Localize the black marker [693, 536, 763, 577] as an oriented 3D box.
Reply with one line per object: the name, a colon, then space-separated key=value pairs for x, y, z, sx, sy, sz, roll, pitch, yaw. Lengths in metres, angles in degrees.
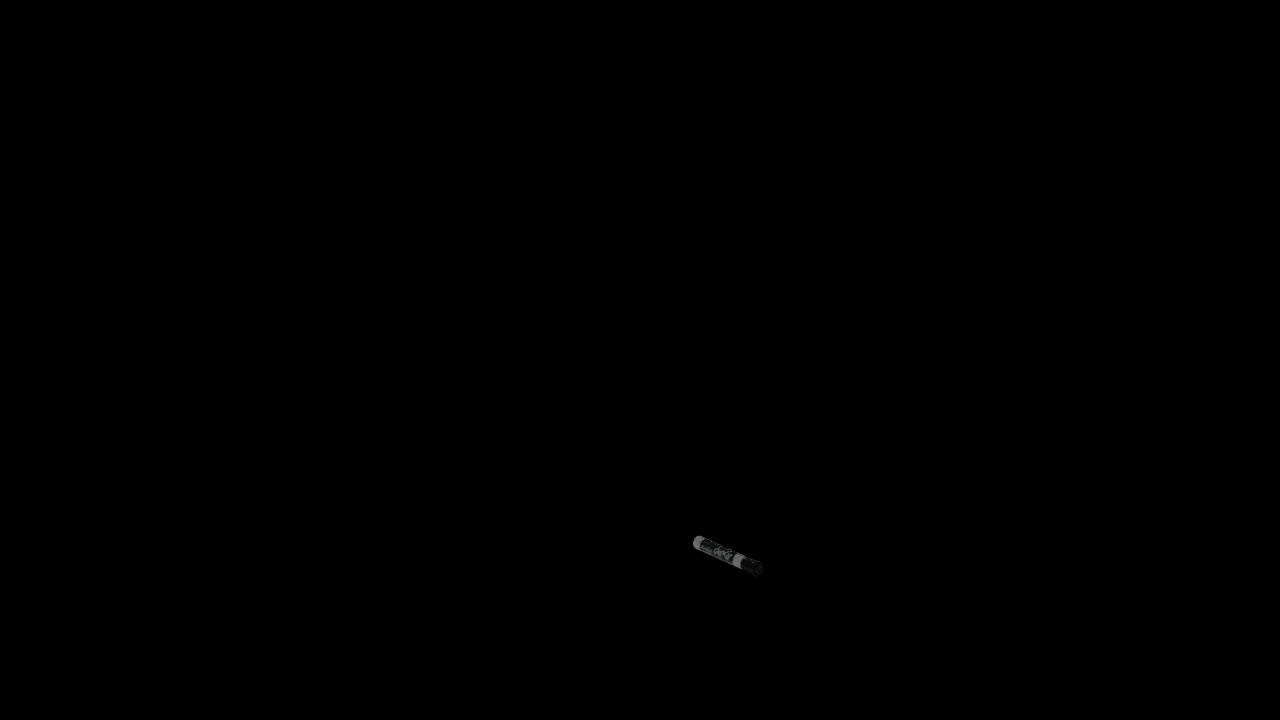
black marker: x=0.115 y=0.256 z=0.806 sx=0.020 sy=0.020 sz=0.121 roll=0 pitch=3 yaw=-34
